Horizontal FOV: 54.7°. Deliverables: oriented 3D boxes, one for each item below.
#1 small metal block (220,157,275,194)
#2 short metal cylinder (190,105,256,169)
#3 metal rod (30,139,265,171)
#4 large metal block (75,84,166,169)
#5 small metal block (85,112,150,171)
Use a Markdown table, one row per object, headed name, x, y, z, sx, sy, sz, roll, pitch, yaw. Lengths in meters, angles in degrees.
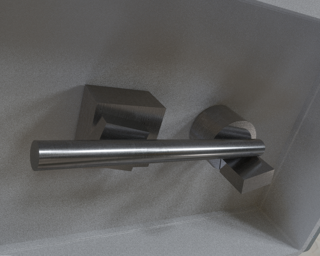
| name | x | y | z | sx | sy | sz | roll | pitch | yaw |
| --- | --- | --- | --- | --- | --- | --- | --- | --- | --- |
| small metal block | 0.119 | 0.059 | 0.428 | 0.050 | 0.050 | 0.025 | -14 | 124 | -21 |
| short metal cylinder | 0.091 | 0.013 | 0.450 | 0.081 | 0.050 | 0.079 | -14 | 125 | -21 |
| metal rod | 0.018 | 0.025 | 0.342 | 0.302 | 0.025 | 0.025 | 1 | 118 | -38 |
| large metal block | -0.049 | -0.001 | 0.363 | 0.081 | 0.050 | 0.079 | 3 | 117 | -30 |
| small metal block | -0.047 | 0.015 | 0.327 | 0.050 | 0.025 | 0.050 | 14 | 111 | -34 |
